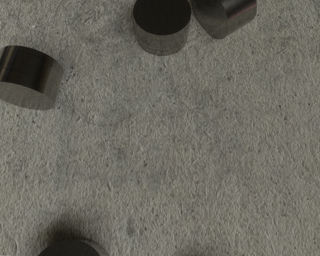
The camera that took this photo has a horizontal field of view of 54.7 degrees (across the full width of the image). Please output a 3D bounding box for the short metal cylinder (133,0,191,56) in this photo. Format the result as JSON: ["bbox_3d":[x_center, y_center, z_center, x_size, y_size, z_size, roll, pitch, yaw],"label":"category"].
[{"bbox_3d":[0.003,-0.153,0.451,0.081,0.050,0.080,0,70,0],"label":"short metal cylinder"}]

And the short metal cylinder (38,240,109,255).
[{"bbox_3d":[-0.094,0.163,0.335,0.081,0.050,0.080,0,70,0],"label":"short metal cylinder"}]

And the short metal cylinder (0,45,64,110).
[{"bbox_3d":[-0.172,-0.062,0.400,0.080,0.080,0.050,8,70,3],"label":"short metal cylinder"}]

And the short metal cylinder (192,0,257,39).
[{"bbox_3d":[0.091,-0.175,0.443,0.050,0.080,0.080,-33,74,-11],"label":"short metal cylinder"}]
